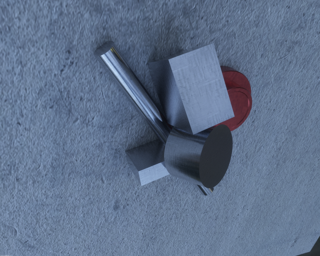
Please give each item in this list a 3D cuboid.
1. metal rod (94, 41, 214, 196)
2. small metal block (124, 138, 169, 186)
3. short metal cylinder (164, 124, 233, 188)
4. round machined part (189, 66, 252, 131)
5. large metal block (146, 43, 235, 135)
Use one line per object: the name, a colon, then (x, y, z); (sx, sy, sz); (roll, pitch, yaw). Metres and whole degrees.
metal rod: (0.010, 0.009, 0.421); (0.025, 0.025, 0.300); (-39, 130, -3)
small metal block: (-0.013, 0.044, 0.414); (0.050, 0.050, 0.025); (-20, 126, -18)
short metal cylinder: (0.050, 0.030, 0.392); (0.081, 0.050, 0.079); (-19, 115, -48)
round machined part: (0.086, -0.032, 0.426); (0.099, 0.042, 0.097); (-14, 125, -21)
large metal block: (0.032, -0.045, 0.350); (0.050, 0.080, 0.080); (-23, 105, -13)
